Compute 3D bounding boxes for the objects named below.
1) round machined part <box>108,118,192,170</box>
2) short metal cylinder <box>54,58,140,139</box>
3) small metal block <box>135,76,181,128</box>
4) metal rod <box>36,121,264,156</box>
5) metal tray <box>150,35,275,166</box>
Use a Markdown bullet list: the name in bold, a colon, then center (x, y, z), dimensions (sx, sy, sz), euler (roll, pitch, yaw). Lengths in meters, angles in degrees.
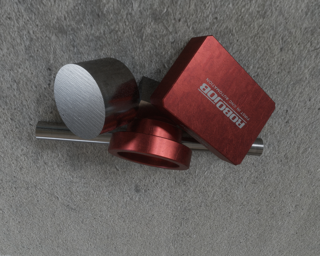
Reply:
- **round machined part**: center (-0.009, 0.019, 0.373), dimensions (0.099, 0.042, 0.098), euler (11, 165, 3)
- **short metal cylinder**: center (-0.069, -0.033, 0.337), dimensions (0.080, 0.050, 0.079), euler (16, 117, 34)
- **small metal block**: center (-0.002, -0.030, 0.365), dimensions (0.050, 0.050, 0.025), euler (18, 128, -15)
- **metal rod**: center (-0.010, 0.015, 0.421), dimensions (0.302, 0.025, 0.025), euler (5, 130, -4)
- **metal tray**: center (0.064, -0.028, 0.349), dimensions (0.130, 0.030, 0.090), euler (38, 82, -28)
